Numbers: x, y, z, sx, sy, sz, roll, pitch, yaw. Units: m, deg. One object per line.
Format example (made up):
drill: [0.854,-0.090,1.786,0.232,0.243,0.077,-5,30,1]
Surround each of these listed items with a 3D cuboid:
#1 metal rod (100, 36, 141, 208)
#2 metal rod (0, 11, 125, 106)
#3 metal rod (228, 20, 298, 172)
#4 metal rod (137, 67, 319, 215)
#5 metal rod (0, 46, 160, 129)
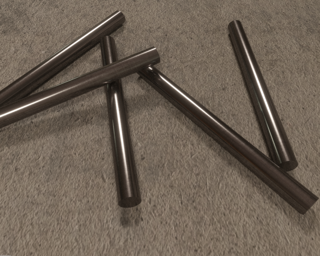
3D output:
metal rod: [-0.061,-0.032,0.429,0.025,0.025,0.300,-8,51,-7]
metal rod: [-0.157,-0.110,0.493,0.025,0.025,0.301,27,55,20]
metal rod: [0.143,-0.069,0.462,0.025,0.025,0.300,-2,50,-2]
metal rod: [0.068,-0.005,0.407,0.025,0.025,0.300,-32,57,-24]
metal rod: [-0.139,-0.044,0.416,0.302,0.025,0.025,-25,54,-12]
